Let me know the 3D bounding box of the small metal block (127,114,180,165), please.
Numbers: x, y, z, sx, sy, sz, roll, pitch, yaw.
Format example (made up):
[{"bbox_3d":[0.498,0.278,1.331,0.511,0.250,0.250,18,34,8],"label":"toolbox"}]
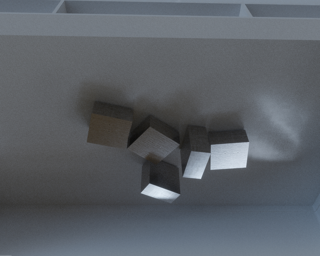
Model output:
[{"bbox_3d":[-0.009,0.017,0.420,0.050,0.025,0.050,31,123,-24],"label":"small metal block"}]

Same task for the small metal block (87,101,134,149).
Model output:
[{"bbox_3d":[-0.065,-0.003,0.403,0.050,0.025,0.050,12,129,-10],"label":"small metal block"}]

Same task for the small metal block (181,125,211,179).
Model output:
[{"bbox_3d":[0.047,0.032,0.419,0.025,0.050,0.050,7,130,-7],"label":"small metal block"}]

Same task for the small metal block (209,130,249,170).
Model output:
[{"bbox_3d":[0.095,0.031,0.434,0.050,0.025,0.050,-4,130,3],"label":"small metal block"}]

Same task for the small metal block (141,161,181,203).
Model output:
[{"bbox_3d":[0.001,0.076,0.455,0.050,0.050,0.025,24,127,-20],"label":"small metal block"}]
